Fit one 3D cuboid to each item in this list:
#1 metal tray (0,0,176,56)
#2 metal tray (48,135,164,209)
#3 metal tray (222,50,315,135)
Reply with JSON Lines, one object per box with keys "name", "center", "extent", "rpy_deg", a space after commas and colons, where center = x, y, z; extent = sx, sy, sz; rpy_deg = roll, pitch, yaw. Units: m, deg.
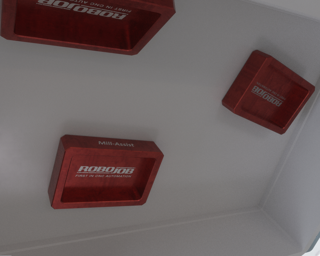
{"name": "metal tray", "center": [-0.064, -0.103, 0.269], "extent": [0.131, 0.090, 0.030], "rpy_deg": [0, 76, -29]}
{"name": "metal tray", "center": [-0.069, 0.059, 0.403], "extent": [0.131, 0.030, 0.089], "rpy_deg": [6, 115, -31]}
{"name": "metal tray", "center": [0.165, -0.049, 0.464], "extent": [0.131, 0.030, 0.090], "rpy_deg": [19, 108, -36]}
